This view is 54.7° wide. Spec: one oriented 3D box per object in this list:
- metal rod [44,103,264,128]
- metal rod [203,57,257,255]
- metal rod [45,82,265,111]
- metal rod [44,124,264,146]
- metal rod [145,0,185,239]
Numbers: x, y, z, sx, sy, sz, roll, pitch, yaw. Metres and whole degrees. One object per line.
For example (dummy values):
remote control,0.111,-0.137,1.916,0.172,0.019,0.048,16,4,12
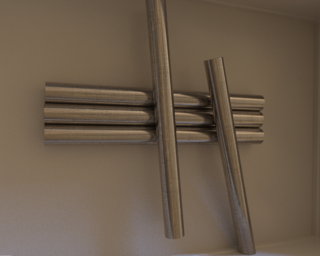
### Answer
metal rod,0.007,-0.015,0.413,0.303,0.025,0.025,1,90,-21
metal rod,0.100,0.054,0.426,0.025,0.025,0.298,-17,103,-20
metal rod,0.008,-0.040,0.413,0.303,0.025,0.025,1,90,-21
metal rod,0.007,0.010,0.413,0.303,0.025,0.025,1,90,-21
metal rod,0.007,-0.013,0.386,0.025,0.025,0.298,-5,92,-20
